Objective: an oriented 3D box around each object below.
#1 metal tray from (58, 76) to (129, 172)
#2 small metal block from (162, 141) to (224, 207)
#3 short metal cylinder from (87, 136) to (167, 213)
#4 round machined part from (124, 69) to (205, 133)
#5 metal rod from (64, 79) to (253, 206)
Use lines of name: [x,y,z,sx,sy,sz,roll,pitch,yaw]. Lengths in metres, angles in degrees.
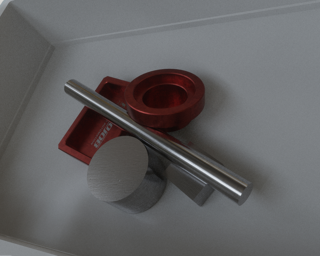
metal tray: [-0.075,-0.007,0.441,0.090,0.030,0.130,20,72,35]
small metal block: [0.040,0.051,0.350,0.050,0.025,0.050,-49,52,-7]
short metal cylinder: [-0.039,0.056,0.371,0.080,0.050,0.080,-13,56,20]
round machined part: [0.007,-0.032,0.391,0.099,0.042,0.098,-4,41,4]
metal rod: [-0.025,0.001,0.378,0.300,0.025,0.025,30,78,35]
